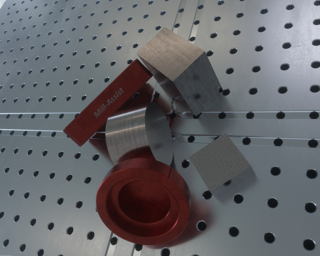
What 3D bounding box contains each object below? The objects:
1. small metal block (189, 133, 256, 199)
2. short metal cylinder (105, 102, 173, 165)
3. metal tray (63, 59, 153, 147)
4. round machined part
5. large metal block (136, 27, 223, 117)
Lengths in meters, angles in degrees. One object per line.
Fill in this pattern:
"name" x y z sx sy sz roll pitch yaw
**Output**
"small metal block" 0.069 0.042 0.346 0.050 0.025 0.050 -34 51 5
"short metal cylinder" -0.023 0.013 0.377 0.050 0.080 0.080 -14 56 21
"metal tray" -0.071 -0.035 0.429 0.130 0.030 0.090 -45 9 -4
"round machined part" -0.015 0.075 0.336 0.098 0.098 0.042 -19 19 17
"large metal block" 0.027 -0.072 0.403 0.050 0.080 0.080 -44 51 -2
